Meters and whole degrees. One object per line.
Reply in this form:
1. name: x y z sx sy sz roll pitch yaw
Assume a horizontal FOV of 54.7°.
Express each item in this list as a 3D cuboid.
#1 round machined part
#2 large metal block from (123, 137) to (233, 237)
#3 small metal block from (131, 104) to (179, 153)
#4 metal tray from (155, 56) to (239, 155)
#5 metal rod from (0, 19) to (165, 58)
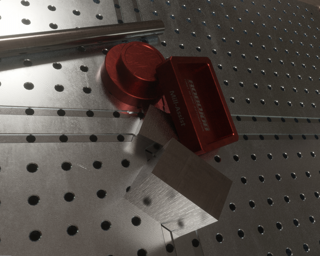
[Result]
1. round machined part: -0.029 -0.082 0.433 0.099 0.042 0.098 14 56 -21
2. large metal block: 0.018 0.068 0.342 0.080 0.080 0.050 37 51 -4
3. small metal block: -0.003 0.005 0.405 0.050 0.025 0.050 28 52 -11
4. metal tray: 0.053 -0.032 0.424 0.091 0.030 0.129 -13 82 -46
5. metal rod: -0.115 -0.123 0.421 0.302 0.025 0.025 -21 73 -36
